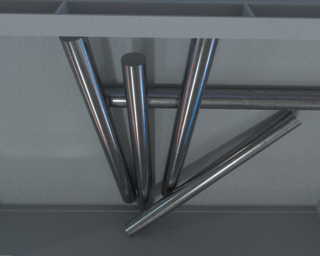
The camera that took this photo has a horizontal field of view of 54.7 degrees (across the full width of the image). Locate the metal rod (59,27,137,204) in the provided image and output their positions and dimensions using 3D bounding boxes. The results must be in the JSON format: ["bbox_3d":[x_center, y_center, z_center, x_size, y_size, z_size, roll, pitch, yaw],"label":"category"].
[{"bbox_3d":[-0.064,0.013,0.393,0.025,0.025,0.298,-5,138,4],"label":"metal rod"}]

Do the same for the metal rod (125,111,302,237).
[{"bbox_3d":[0.064,0.074,0.446,0.299,0.025,0.025,-39,121,19],"label":"metal rod"}]

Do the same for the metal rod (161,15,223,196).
[{"bbox_3d":[0.028,0.004,0.384,0.025,0.025,0.298,4,139,-4],"label":"metal rod"}]

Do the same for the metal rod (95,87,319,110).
[{"bbox_3d":[0.073,-0.035,0.379,0.302,0.025,0.025,1,130,-1],"label":"metal rod"}]

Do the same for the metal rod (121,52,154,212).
[{"bbox_3d":[-0.024,0.034,0.415,0.025,0.025,0.298,-1,137,0],"label":"metal rod"}]
